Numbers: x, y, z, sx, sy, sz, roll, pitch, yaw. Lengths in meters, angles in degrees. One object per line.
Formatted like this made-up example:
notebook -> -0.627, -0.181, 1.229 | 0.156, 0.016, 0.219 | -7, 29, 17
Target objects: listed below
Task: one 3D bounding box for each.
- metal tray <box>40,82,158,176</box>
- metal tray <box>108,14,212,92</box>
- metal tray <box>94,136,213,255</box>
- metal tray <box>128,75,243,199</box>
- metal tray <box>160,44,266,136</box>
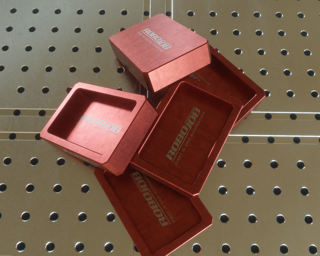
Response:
metal tray -> -0.077, -0.005, 0.377 | 0.130, 0.030, 0.090 | 16, 67, 37
metal tray -> -0.004, -0.106, 0.416 | 0.090, 0.030, 0.130 | -29, 43, -11
metal tray -> -0.009, 0.084, 0.378 | 0.090, 0.030, 0.130 | -31, 73, -11
metal tray -> 0.032, 0.007, 0.375 | 0.090, 0.030, 0.130 | 27, 72, 9
metal tray -> 0.066, -0.056, 0.430 | 0.090, 0.030, 0.130 | -42, 76, -14
